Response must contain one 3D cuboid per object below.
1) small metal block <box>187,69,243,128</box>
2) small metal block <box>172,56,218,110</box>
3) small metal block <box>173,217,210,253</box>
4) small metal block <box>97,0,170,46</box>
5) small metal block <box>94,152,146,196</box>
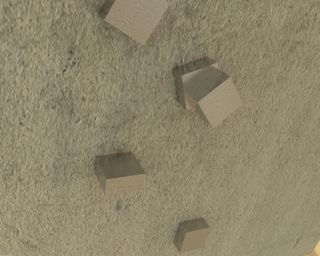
[{"bbox_3d":[0.070,-0.036,0.390,0.050,0.025,0.050,-39,130,-2],"label":"small metal block"},{"bbox_3d":[0.047,-0.057,0.397,0.050,0.025,0.050,-23,127,-15],"label":"small metal block"},{"bbox_3d":[0.057,0.193,0.557,0.050,0.025,0.050,-3,120,-27],"label":"small metal block"},{"bbox_3d":[-0.027,-0.121,0.317,0.050,0.025,0.050,25,105,-37],"label":"small metal block"},{"bbox_3d":[-0.052,0.057,0.397,0.050,0.050,0.025,-4,120,-27],"label":"small metal block"}]
